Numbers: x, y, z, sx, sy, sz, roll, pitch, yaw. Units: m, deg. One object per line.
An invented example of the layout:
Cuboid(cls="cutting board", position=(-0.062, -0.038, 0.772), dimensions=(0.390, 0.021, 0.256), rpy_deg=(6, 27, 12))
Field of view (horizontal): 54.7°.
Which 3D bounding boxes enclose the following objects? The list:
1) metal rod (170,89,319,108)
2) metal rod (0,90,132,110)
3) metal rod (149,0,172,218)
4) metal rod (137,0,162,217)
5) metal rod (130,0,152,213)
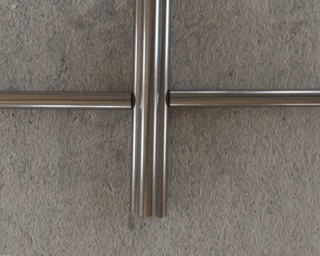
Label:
Cuboid(cls="metal rod", position=(0.164, -0.040, 0.413), dimensions=(0.302, 0.025, 0.025), rpy_deg=(0, 90, -1))
Cuboid(cls="metal rod", position=(-0.188, -0.037, 0.408), dimensions=(0.302, 0.025, 0.025), rpy_deg=(0, 90, -1))
Cuboid(cls="metal rod", position=(0.000, -0.033, 0.412), dimensions=(0.025, 0.025, 0.298), rpy_deg=(1, 90, -1))
Cuboid(cls="metal rod", position=(-0.013, -0.040, 0.391), dimensions=(0.025, 0.025, 0.298), rpy_deg=(1, 90, -1))
Cuboid(cls="metal rod", position=(-0.025, -0.039, 0.411), dimensions=(0.025, 0.025, 0.298), rpy_deg=(1, 90, -1))
